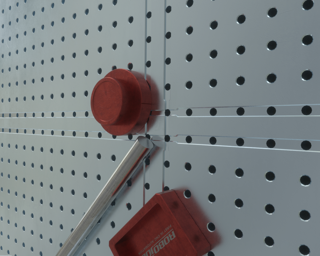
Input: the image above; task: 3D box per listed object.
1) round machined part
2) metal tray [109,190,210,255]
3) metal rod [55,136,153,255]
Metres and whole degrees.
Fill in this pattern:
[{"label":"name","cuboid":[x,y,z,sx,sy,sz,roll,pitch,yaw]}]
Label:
[{"label":"round machined part","cuboid":[-0.063,-0.037,0.448,0.098,0.042,0.097,0,90,39]},{"label":"metal tray","cuboid":[-0.007,0.155,0.409,0.129,0.030,0.090,-50,61,28]},{"label":"metal rod","cuboid":[-0.099,0.128,0.488,0.025,0.025,0.298,50,119,28]}]
